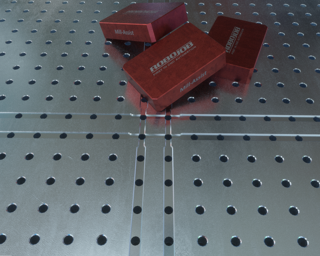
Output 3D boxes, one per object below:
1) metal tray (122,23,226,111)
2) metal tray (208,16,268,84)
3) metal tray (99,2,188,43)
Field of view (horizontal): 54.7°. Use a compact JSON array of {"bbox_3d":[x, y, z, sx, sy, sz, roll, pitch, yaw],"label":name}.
[{"bbox_3d":[0.022,-0.095,0.463,0.130,0.030,0.090,-36,58,-10],"label":"metal tray"},{"bbox_3d":[0.122,-0.136,0.520,0.090,0.030,0.130,18,52,14],"label":"metal tray"},{"bbox_3d":[-0.030,-0.183,0.530,0.130,0.030,0.090,19,49,41],"label":"metal tray"}]
